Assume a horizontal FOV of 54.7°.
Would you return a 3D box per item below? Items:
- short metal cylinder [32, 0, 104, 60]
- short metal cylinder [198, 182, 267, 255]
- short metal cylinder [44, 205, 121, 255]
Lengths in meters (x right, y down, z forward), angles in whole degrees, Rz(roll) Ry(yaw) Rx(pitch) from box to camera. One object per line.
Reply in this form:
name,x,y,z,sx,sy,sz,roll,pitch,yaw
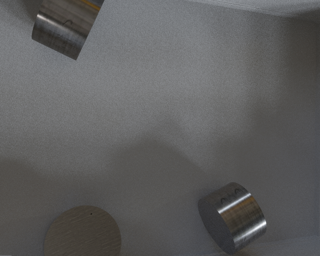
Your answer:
short metal cylinder,-0.100,-0.123,0.344,0.050,0.080,0.080,25,82,-18
short metal cylinder,0.095,0.120,0.416,0.050,0.080,0.080,-24,98,-18
short metal cylinder,-0.089,0.131,0.352,0.081,0.050,0.080,8,69,-19
